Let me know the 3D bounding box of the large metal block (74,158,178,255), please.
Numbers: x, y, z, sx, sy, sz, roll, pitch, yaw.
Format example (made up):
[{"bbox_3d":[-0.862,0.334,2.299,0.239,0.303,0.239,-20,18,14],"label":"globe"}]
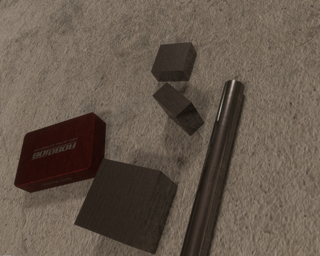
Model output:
[{"bbox_3d":[-0.036,0.087,0.352,0.080,0.050,0.080,8,65,31],"label":"large metal block"}]

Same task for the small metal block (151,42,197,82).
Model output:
[{"bbox_3d":[0.021,-0.095,0.450,0.050,0.025,0.050,4,63,29],"label":"small metal block"}]

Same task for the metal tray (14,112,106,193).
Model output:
[{"bbox_3d":[-0.144,0.037,0.452,0.130,0.030,0.090,-16,55,19],"label":"metal tray"}]

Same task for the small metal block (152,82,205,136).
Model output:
[{"bbox_3d":[0.024,-0.023,0.389,0.025,0.050,0.050,-44,51,-2],"label":"small metal block"}]

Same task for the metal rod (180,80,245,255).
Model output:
[{"bbox_3d":[0.049,0.079,0.328,0.025,0.025,0.300,5,64,30],"label":"metal rod"}]
